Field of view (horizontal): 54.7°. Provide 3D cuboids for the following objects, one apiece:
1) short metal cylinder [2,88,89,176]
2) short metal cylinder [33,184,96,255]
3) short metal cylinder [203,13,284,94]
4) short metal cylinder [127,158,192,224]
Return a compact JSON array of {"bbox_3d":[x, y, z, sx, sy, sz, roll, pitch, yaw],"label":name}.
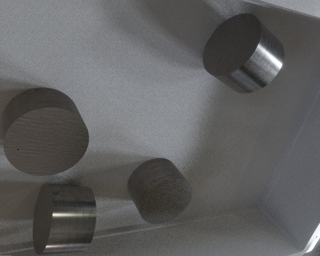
[{"bbox_3d":[-0.121,0.004,0.328,0.081,0.050,0.079,-14,124,-21],"label":"short metal cylinder"},{"bbox_3d":[-0.117,0.110,0.377,0.050,0.080,0.079,12,113,-33],"label":"short metal cylinder"},{"bbox_3d":[0.099,-0.088,0.372,0.050,0.080,0.080,25,105,-37],"label":"short metal cylinder"},{"bbox_3d":[-0.001,0.090,0.448,0.081,0.050,0.079,-14,124,-21],"label":"short metal cylinder"}]
